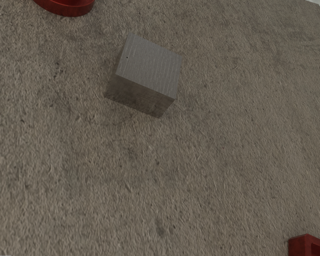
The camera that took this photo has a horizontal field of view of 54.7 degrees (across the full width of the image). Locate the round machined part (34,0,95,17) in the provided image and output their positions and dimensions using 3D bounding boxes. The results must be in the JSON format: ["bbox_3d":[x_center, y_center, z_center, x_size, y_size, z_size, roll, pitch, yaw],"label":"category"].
[{"bbox_3d":[-0.139,-0.212,0.447,0.099,0.042,0.098,14,56,-21],"label":"round machined part"}]

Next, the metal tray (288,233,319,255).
[{"bbox_3d":[0.205,0.210,0.382,0.090,0.030,0.130,26,53,-12],"label":"metal tray"}]

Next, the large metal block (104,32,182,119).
[{"bbox_3d":[-0.021,-0.070,0.419,0.080,0.050,0.080,21,54,-16],"label":"large metal block"}]
